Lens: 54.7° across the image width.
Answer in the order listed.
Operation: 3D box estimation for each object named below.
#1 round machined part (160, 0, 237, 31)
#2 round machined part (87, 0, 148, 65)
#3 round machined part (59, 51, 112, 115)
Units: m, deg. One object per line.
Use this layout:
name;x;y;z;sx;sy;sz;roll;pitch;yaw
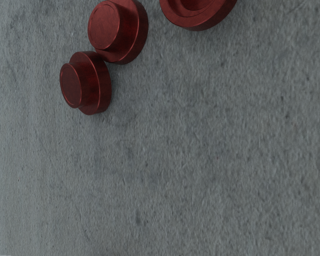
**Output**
round machined part;0.050;-0.159;0.352;0.098;0.042;0.097;0;90;39
round machined part;-0.067;-0.143;0.447;0.098;0.042;0.097;0;90;39
round machined part;-0.119;-0.066;0.472;0.098;0.042;0.097;21;118;44
